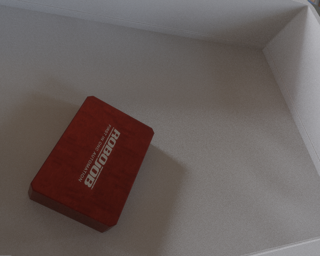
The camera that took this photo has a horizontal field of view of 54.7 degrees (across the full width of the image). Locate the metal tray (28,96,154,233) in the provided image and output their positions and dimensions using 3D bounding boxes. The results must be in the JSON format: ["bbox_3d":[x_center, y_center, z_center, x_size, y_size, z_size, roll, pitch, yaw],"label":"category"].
[{"bbox_3d":[-0.069,0.035,0.343,0.090,0.030,0.130,29,52,-10],"label":"metal tray"}]
